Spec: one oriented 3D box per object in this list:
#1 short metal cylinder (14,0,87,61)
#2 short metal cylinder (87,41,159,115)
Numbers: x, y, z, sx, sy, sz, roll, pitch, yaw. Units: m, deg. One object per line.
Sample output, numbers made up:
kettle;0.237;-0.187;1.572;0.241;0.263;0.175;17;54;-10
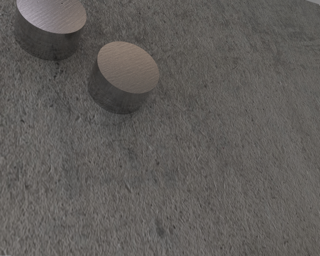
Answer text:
short metal cylinder;-0.140;-0.133;0.394;0.081;0.050;0.080;14;56;-21
short metal cylinder;-0.048;-0.064;0.401;0.081;0.050;0.080;14;56;-21
